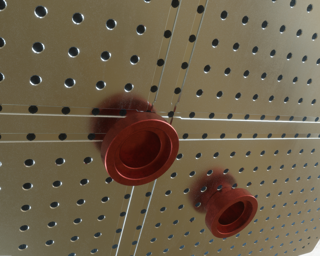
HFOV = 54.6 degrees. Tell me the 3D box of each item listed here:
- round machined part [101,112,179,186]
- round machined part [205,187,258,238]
[{"bbox_3d":[-0.028,0.023,0.398,0.099,0.042,0.097,-14,124,-21],"label":"round machined part"},{"bbox_3d":[0.123,0.146,0.556,0.099,0.042,0.097,-14,124,-21],"label":"round machined part"}]
